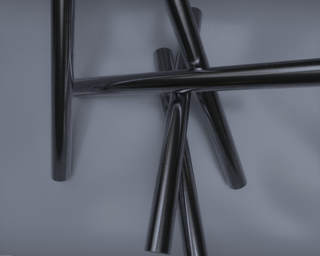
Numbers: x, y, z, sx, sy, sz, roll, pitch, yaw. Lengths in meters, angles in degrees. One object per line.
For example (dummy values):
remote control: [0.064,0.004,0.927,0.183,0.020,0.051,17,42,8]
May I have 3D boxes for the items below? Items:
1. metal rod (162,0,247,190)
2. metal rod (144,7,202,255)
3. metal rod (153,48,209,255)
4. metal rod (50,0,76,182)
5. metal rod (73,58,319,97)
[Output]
metal rod: [0.050,-0.052,0.354,0.025,0.025,0.299,-23,114,0]
metal rod: [0.021,-0.018,0.351,0.025,0.025,0.299,10,65,0]
metal rod: [0.023,0.037,0.355,0.025,0.025,0.299,-8,67,0]
metal rod: [-0.109,-0.068,0.347,0.025,0.025,0.298,10,116,0]
metal rod: [0.016,-0.051,0.339,0.300,0.025,0.025,1,90,30]
